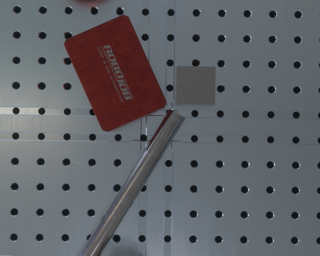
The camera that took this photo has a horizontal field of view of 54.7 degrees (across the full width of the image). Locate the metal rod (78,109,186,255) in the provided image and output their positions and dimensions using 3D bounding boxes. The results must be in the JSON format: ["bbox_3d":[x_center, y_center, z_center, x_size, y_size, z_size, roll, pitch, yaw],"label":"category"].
[{"bbox_3d":[-0.056,0.108,0.412,0.025,0.025,0.299,32,90,0],"label":"metal rod"}]

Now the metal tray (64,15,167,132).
[{"bbox_3d":[-0.057,-0.070,0.410,0.090,0.030,0.129,-24,90,0],"label":"metal tray"}]

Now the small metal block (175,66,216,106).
[{"bbox_3d":[0.047,-0.055,0.414,0.050,0.025,0.050,1,90,0],"label":"small metal block"}]
